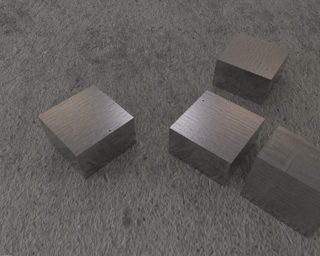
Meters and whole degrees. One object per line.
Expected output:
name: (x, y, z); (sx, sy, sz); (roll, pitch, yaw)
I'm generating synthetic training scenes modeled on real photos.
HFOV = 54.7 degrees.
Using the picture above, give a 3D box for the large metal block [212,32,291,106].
large metal block: (0.136, -0.090, 0.463); (0.080, 0.050, 0.080); (27, 55, 21)

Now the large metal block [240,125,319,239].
large metal block: (0.139, 0.056, 0.321); (0.080, 0.080, 0.050); (32, 57, 24)

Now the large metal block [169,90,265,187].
large metal block: (0.067, 0.010, 0.379); (0.080, 0.050, 0.080); (31, 56, 23)

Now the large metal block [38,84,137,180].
large metal block: (-0.087, 0.003, 0.384); (0.080, 0.050, 0.080); (-36, 59, -27)
